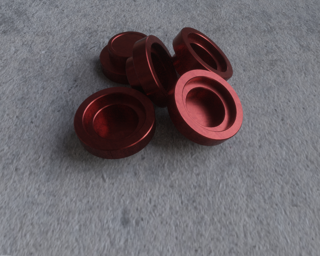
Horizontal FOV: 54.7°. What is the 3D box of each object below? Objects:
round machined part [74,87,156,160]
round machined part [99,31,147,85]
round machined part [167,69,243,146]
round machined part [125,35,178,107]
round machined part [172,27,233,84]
[{"bbox_3d":[-0.054,-0.002,0.390,0.099,0.042,0.098,-2,54,2],"label":"round machined part"},{"bbox_3d":[-0.046,-0.116,0.489,0.099,0.042,0.098,0,50,0],"label":"round machined part"},{"bbox_3d":[0.053,-0.022,0.395,0.099,0.042,0.098,11,62,-21],"label":"round machined part"},{"bbox_3d":[-0.011,-0.074,0.427,0.042,0.098,0.098,-18,45,24],"label":"round machined part"},{"bbox_3d":[0.056,-0.097,0.455,0.098,0.042,0.098,27,40,-25],"label":"round machined part"}]
